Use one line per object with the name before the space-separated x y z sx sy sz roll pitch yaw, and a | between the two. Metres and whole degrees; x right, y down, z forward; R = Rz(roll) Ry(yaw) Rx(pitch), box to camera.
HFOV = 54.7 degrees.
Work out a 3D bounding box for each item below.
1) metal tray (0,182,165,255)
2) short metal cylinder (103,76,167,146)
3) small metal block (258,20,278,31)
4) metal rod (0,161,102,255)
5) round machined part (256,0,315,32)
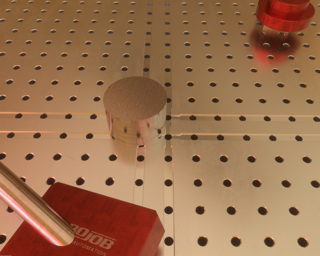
metal tray | -0.072 0.108 0.292 0.130 0.030 0.090 9 49 26
short metal cylinder | -0.031 -0.023 0.411 0.081 0.050 0.080 0 50 0
small metal block | 0.217 -0.209 0.586 0.050 0.025 0.050 0 50 -1
metal rod | -0.120 0.079 0.298 0.300 0.025 0.025 36 58 11
round machined part | 0.225 -0.216 0.549 0.099 0.042 0.098 1 50 0
